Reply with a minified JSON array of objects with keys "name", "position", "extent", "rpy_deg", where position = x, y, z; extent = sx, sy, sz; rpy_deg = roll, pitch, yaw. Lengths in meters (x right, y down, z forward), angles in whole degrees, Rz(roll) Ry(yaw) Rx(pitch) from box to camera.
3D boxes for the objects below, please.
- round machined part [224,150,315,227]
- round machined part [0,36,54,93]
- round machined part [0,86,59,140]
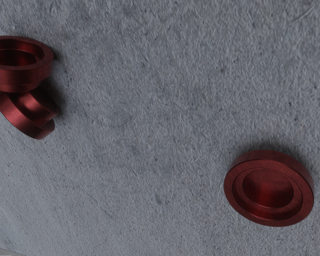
[{"name":"round machined part","position":[0.129,0.066,0.369],"extent":[0.098,0.042,0.097],"rpy_deg":[13,124,21]},{"name":"round machined part","position":[-0.194,-0.082,0.411],"extent":[0.098,0.098,0.042],"rpy_deg":[25,127,12]},{"name":"round machined part","position":[-0.187,-0.034,0.450],"extent":[0.042,0.098,0.098],"rpy_deg":[-38,99,3]}]
